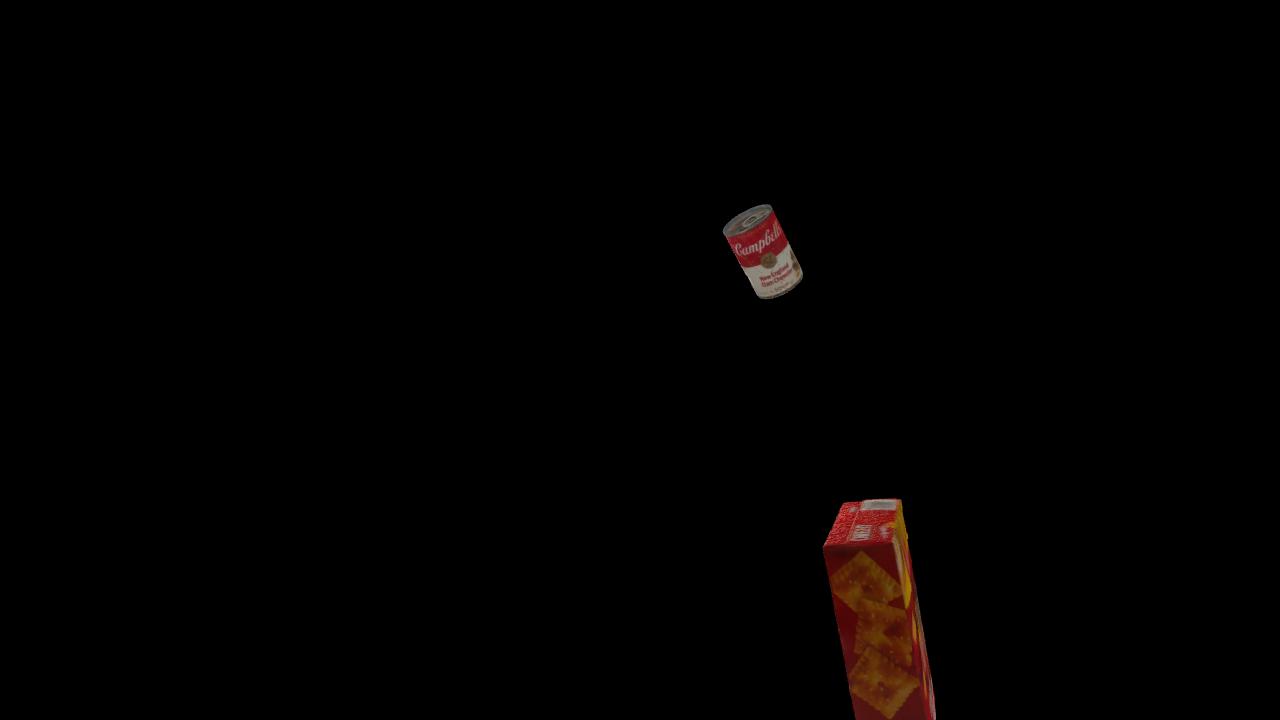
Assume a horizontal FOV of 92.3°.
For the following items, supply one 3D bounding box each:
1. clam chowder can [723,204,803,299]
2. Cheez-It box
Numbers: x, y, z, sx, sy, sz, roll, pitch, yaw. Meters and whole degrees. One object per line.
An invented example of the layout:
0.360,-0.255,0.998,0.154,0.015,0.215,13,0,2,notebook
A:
0.158,-0.137,0.787,0.068,0.102,0.068,-27,26,14,clam chowder can
0.244,0.268,0.615,0.071,0.223,0.166,-11,-2,24,Cheez-It box
